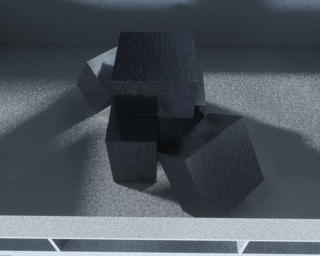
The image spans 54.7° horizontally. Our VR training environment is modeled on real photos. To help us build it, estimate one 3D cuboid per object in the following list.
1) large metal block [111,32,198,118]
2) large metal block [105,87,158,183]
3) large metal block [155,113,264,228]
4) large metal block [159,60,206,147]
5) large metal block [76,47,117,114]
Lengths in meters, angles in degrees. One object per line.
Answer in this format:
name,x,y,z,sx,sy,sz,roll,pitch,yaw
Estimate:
large metal block,-0.004,-0.058,0.331,0.080,0.050,0.080,1,50,1
large metal block,-0.028,0.009,0.360,0.050,0.080,0.080,1,50,0
large metal block,0.054,0.040,0.324,0.080,0.080,0.050,-34,23,-25
large metal block,0.025,-0.030,0.391,0.050,0.080,0.080,1,50,0
large metal block,-0.058,-0.069,0.415,0.080,0.080,0.050,-35,94,-26
